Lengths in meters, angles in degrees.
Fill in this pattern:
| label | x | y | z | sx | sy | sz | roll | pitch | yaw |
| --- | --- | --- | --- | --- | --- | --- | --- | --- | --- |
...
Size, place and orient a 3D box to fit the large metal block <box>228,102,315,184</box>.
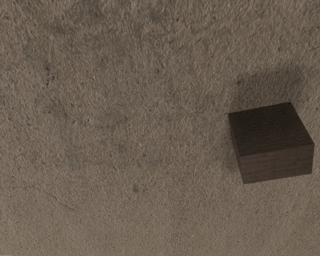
| label | x | y | z | sx | sy | sz | roll | pitch | yaw |
| --- | --- | --- | --- | --- | --- | --- | --- | --- | --- |
| large metal block | 0.135 | 0.018 | 0.388 | 0.080 | 0.080 | 0.050 | -11 | 129 | 8 |
